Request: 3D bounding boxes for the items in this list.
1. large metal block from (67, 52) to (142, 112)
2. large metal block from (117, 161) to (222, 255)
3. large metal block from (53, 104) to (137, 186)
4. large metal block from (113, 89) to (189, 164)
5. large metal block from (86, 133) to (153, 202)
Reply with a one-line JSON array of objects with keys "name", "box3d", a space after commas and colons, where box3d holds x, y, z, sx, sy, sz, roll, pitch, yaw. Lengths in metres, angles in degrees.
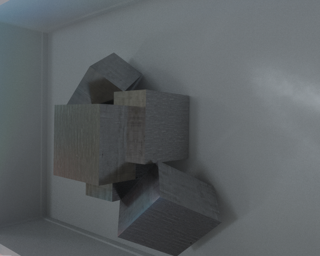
[{"name": "large metal block", "box3d": [-0.077, -0.048, 0.423, 0.050, 0.080, 0.080, 37, 118, -5]}, {"name": "large metal block", "box3d": [0.009, 0.094, 0.352, 0.080, 0.080, 0.050, -49, 26, 29]}, {"name": "large metal block", "box3d": [-0.073, 0.015, 0.344, 0.080, 0.050, 0.079, 2, 92, 40]}, {"name": "large metal block", "box3d": [-0.009, -0.002, 0.375, 0.050, 0.081, 0.080, 1, 91, 40]}, {"name": "large metal block", "box3d": [-0.049, 0.047, 0.410, 0.050, 0.081, 0.080, 1, 91, 40]}]
